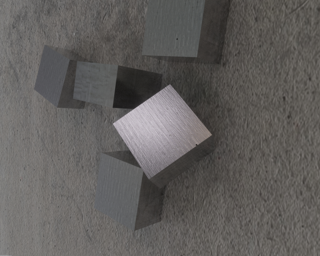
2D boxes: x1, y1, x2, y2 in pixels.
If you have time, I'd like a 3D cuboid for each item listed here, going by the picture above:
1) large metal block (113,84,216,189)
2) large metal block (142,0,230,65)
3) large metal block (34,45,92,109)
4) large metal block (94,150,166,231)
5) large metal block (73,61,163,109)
[{"bbox_3d":[0.006,0.010,0.361,0.080,0.050,0.080,-35,64,-2],"label":"large metal block"},{"bbox_3d":[0.030,-0.120,0.364,0.080,0.050,0.079,13,98,39],"label":"large metal block"},{"bbox_3d":[-0.161,-0.086,0.522,0.080,0.050,0.079,32,110,35],"label":"large metal block"},{"bbox_3d":[-0.040,0.080,0.422,0.080,0.050,0.079,15,100,39],"label":"large metal block"},{"bbox_3d":[-0.056,-0.056,0.416,0.080,0.081,0.050,14,99,39],"label":"large metal block"}]
